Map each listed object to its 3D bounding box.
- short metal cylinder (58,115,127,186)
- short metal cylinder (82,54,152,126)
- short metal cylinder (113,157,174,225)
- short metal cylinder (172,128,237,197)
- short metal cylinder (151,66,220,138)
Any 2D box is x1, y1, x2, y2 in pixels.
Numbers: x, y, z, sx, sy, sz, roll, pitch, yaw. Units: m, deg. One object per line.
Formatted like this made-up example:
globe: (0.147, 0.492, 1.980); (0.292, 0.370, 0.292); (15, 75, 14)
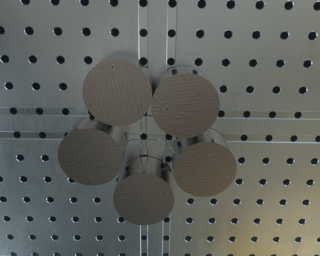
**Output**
short metal cylinder: (-0.087, 0.029, 0.409); (0.081, 0.050, 0.079); (0, 111, 0)
short metal cylinder: (-0.049, -0.048, 0.381); (0.081, 0.050, 0.079); (0, 110, -1)
short metal cylinder: (-0.021, 0.086, 0.430); (0.081, 0.050, 0.079); (0, 110, 0)
short metal cylinder: (0.057, 0.045, 0.416); (0.081, 0.050, 0.079); (0, 112, 0)
short metal cylinder: (0.030, -0.034, 0.387); (0.081, 0.050, 0.079); (0, 110, 0)
